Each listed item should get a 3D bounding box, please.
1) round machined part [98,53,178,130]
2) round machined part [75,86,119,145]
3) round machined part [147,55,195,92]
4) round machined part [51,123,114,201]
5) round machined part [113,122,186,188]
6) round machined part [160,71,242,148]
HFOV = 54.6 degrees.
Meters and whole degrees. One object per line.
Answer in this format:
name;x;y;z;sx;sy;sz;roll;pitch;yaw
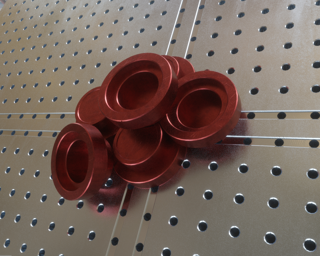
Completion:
round machined part;-0.023;-0.041;0.380;0.098;0.042;0.098;-13;56;21
round machined part;-0.085;-0.023;0.457;0.098;0.042;0.098;-13;56;21
round machined part;0.002;-0.063;0.436;0.098;0.042;0.098;-13;56;21
round machined part;-0.099;0.044;0.407;0.098;0.042;0.098;-6;80;41
round machined part;-0.020;0.023;0.394;0.098;0.042;0.098;-13;56;21
round machined part;0.051;-0.019;0.382;0.098;0.042;0.098;-13;56;21
